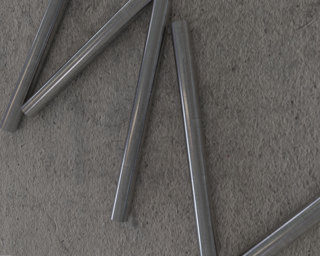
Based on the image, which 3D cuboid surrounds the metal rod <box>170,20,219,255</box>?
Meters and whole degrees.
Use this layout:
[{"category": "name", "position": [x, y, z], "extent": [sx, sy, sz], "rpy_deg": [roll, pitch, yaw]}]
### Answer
[{"category": "metal rod", "position": [0.044, 0.014, 0.393], "extent": [0.025, 0.025, 0.298], "rpy_deg": [-8, 87, 20]}]

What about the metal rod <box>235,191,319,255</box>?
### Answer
[{"category": "metal rod", "position": [0.170, 0.096, 0.348], "extent": [0.299, 0.025, 0.025], "rpy_deg": [-44, 76, 14]}]

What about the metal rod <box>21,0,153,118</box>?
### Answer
[{"category": "metal rod", "position": [-0.092, -0.117, 0.441], "extent": [0.300, 0.025, 0.025], "rpy_deg": [-39, 78, 15]}]

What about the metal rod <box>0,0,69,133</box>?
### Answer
[{"category": "metal rod", "position": [-0.179, -0.131, 0.472], "extent": [0.025, 0.025, 0.298], "rpy_deg": [29, 99, 17]}]

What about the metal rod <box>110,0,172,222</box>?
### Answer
[{"category": "metal rod", "position": [-0.026, -0.020, 0.418], "extent": [0.025, 0.025, 0.298], "rpy_deg": [13, 94, 19]}]
